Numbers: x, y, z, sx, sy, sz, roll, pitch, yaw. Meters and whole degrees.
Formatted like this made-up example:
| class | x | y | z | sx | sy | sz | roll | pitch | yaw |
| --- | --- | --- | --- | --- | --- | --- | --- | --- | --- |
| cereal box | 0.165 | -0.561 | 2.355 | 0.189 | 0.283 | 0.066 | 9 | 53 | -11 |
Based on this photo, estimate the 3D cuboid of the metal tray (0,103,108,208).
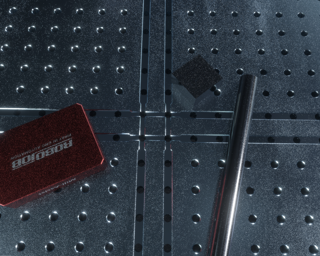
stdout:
| class | x | y | z | sx | sy | sz | roll | pitch | yaw |
| --- | --- | --- | --- | --- | --- | --- | --- | --- | --- |
| metal tray | -0.145 | 0.034 | 0.395 | 0.131 | 0.030 | 0.090 | -23 | 72 | -9 |

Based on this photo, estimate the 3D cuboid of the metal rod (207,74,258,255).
| class | x | y | z | sx | sy | sz | roll | pitch | yaw |
| --- | --- | --- | --- | --- | --- | --- | --- | --- | --- |
| metal rod | 0.090 | 0.067 | 0.388 | 0.025 | 0.025 | 0.299 | 14 | 70 | 4 |

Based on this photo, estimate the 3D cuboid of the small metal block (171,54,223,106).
| class | x | y | z | sx | sy | sz | roll | pitch | yaw |
| --- | --- | --- | --- | --- | --- | --- | --- | --- | --- |
| small metal block | 0.051 | -0.068 | 0.437 | 0.050 | 0.025 | 0.050 | -37 | 75 | -13 |
